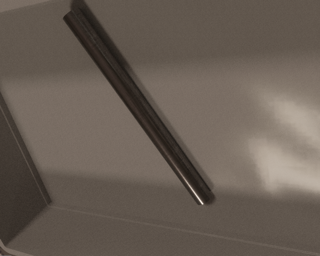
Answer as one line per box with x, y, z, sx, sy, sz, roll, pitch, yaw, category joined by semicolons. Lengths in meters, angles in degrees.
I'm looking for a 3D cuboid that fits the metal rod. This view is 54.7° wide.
-0.023;-0.020;0.406;0.025;0.025;0.299;-27;104;37;metal rod
